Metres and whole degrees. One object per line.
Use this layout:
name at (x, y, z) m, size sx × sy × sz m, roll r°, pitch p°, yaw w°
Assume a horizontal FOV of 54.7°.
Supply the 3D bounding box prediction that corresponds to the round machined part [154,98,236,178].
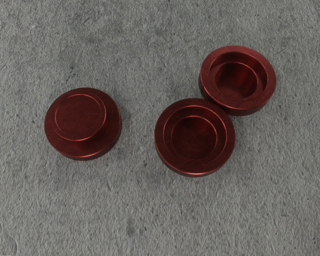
round machined part at (0.043, 0.015, 0.394) m, size 0.099 × 0.042 × 0.098 m, roll 0°, pitch 70°, yaw 0°

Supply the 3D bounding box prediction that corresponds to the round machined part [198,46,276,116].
round machined part at (0.101, -0.059, 0.419) m, size 0.099 × 0.042 × 0.098 m, roll 1°, pitch 66°, yaw -2°

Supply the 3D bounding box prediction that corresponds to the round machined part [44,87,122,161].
round machined part at (-0.101, -0.010, 0.402) m, size 0.099 × 0.042 × 0.098 m, roll 0°, pitch 70°, yaw 0°
